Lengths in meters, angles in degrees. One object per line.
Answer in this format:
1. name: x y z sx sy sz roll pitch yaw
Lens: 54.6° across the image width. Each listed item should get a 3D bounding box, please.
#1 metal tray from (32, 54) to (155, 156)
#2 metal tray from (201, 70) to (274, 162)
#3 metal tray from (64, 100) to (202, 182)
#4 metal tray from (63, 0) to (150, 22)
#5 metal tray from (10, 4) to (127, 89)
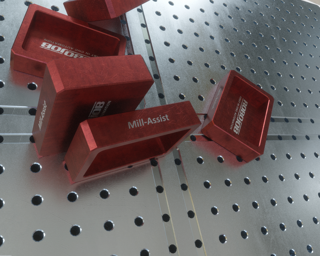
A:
1. metal tray: -0.073 -0.019 0.313 0.091 0.129 0.030 -12 68 -33
2. metal tray: 0.126 -0.022 0.484 0.090 0.030 0.130 32 52 -7
3. metal tray: -0.030 0.014 0.341 0.131 0.090 0.030 -13 69 -33
4. metal tray: -0.062 -0.191 0.451 0.131 0.090 0.030 -45 131 -39
5. metal tray: -0.113 -0.100 0.404 0.131 0.030 0.090 15 56 -20
